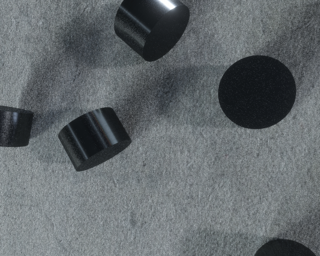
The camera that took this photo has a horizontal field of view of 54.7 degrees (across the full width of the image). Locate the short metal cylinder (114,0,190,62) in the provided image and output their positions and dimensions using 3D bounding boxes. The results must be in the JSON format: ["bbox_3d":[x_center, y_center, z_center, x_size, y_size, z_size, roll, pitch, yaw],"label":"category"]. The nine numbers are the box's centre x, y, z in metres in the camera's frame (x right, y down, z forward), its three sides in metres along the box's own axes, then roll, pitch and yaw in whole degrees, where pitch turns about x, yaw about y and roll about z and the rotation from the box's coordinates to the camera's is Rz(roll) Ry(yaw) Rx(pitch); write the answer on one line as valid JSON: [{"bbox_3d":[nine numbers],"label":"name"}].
[{"bbox_3d":[-0.009,-0.130,0.382,0.050,0.080,0.080,44,103,14],"label":"short metal cylinder"}]

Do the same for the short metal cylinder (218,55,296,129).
[{"bbox_3d":[0.111,-0.039,0.356,0.080,0.050,0.079,0,90,19],"label":"short metal cylinder"}]

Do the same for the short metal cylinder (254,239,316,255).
[{"bbox_3d":[0.143,0.173,0.345,0.080,0.050,0.079,0,90,19],"label":"short metal cylinder"}]

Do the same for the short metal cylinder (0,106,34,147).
[{"bbox_3d":[-0.235,-0.005,0.461,0.080,0.080,0.050,12,94,19],"label":"short metal cylinder"}]

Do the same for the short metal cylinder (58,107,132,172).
[{"bbox_3d":[-0.085,0.015,0.408,0.080,0.080,0.050,-34,79,16],"label":"short metal cylinder"}]
